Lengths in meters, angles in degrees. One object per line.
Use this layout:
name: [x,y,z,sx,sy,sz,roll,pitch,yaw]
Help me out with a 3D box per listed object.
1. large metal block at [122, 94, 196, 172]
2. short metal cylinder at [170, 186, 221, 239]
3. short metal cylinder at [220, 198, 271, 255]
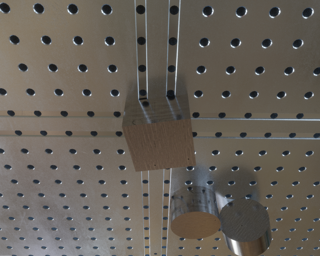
large metal block: [0.001,0.008,0.402,0.080,0.050,0.080,-7,130,5]
short metal cylinder: [0.057,0.141,0.516,0.081,0.050,0.079,0,130,0]
short metal cylinder: [0.143,0.166,0.518,0.080,0.080,0.050,-13,129,11]
